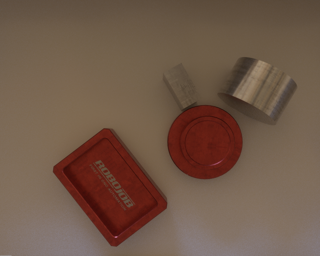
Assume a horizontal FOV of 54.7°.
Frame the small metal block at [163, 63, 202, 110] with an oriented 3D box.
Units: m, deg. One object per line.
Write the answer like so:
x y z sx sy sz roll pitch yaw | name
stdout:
0.027 -0.051 0.399 0.025 0.050 0.050 -30 90 0 | small metal block

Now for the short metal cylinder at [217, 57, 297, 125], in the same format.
0.120 -0.045 0.386 0.080 0.080 0.050 30 90 -1 | short metal cylinder

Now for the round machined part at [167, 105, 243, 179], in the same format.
0.059 0.019 0.404 0.099 0.042 0.097 0 90 -1 | round machined part

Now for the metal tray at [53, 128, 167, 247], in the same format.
-0.063 0.076 0.408 0.090 0.030 0.130 -38 91 -1 | metal tray
